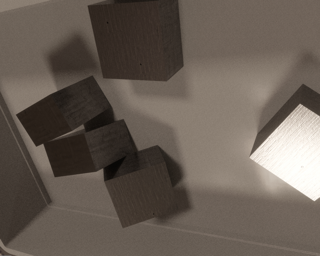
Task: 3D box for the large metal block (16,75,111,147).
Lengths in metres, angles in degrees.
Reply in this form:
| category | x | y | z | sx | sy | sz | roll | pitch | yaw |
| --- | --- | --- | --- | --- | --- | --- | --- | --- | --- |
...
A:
| category | x | y | z | sx | sy | sz | roll | pitch | yaw |
| --- | --- | --- | --- | --- | --- | --- | --- | --- | --- |
| large metal block | -0.130 | -0.024 | 0.423 | 0.080 | 0.080 | 0.050 | -20 | 104 | 35 |

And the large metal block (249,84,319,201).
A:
| category | x | y | z | sx | sy | sz | roll | pitch | yaw |
| --- | --- | --- | --- | --- | --- | --- | --- | --- | --- |
| large metal block | 0.154 | 0.015 | 0.321 | 0.080 | 0.050 | 0.079 | 34 | 129 | 5 |

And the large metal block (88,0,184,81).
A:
| category | x | y | z | sx | sy | sz | roll | pitch | yaw |
| --- | --- | --- | --- | --- | --- | --- | --- | --- | --- |
| large metal block | -0.024 | -0.100 | 0.342 | 0.080 | 0.050 | 0.079 | 7 | 121 | 24 |

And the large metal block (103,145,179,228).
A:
| category | x | y | z | sx | sy | sz | roll | pitch | yaw |
| --- | --- | --- | --- | --- | --- | --- | --- | --- | --- |
| large metal block | -0.027 | 0.080 | 0.430 | 0.080 | 0.050 | 0.080 | -18 | 115 | -5 |

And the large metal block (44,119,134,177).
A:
| category | x | y | z | sx | sy | sz | roll | pitch | yaw |
| --- | --- | --- | --- | --- | --- | --- | --- | --- | --- |
| large metal block | -0.098 | 0.027 | 0.433 | 0.080 | 0.080 | 0.050 | -12 | 98 | 33 |
